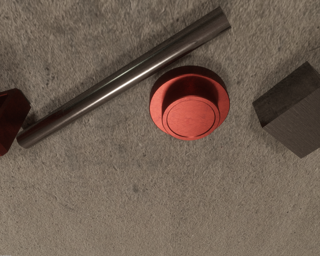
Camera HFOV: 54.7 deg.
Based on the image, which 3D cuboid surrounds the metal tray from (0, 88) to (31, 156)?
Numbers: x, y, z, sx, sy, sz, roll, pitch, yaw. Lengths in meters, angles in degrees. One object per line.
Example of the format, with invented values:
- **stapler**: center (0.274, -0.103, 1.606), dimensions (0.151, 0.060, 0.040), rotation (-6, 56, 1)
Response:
- **metal tray**: center (-0.229, 0.004, 0.364), dimensions (0.131, 0.090, 0.030), rotation (-13, 129, 10)

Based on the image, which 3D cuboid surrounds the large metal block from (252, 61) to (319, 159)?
- **large metal block**: center (0.175, -0.019, 0.377), dimensions (0.080, 0.050, 0.080), rotation (33, 122, -25)

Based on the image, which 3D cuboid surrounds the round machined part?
- **round machined part**: center (0.036, -0.023, 0.377), dimensions (0.099, 0.042, 0.097), rotation (-1, 130, 0)

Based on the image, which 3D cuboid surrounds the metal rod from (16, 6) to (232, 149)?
- **metal rod**: center (-0.058, -0.048, 0.365), dimensions (0.300, 0.025, 0.025), rotation (-27, 125, 21)
